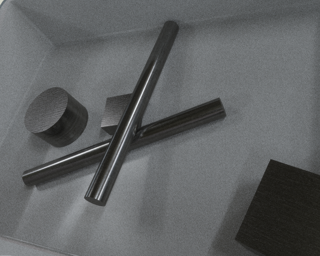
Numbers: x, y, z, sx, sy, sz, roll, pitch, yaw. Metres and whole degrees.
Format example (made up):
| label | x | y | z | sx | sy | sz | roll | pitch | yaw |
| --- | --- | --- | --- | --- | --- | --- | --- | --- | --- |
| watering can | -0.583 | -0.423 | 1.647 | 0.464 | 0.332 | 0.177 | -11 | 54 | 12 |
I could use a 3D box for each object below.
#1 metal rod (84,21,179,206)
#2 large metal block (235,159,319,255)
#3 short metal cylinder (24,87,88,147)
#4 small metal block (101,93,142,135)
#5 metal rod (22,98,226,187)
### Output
| label | x | y | z | sx | sy | sz | roll | pitch | yaw |
| --- | --- | --- | --- | --- | --- | --- | --- | --- | --- |
| metal rod | -0.027 | -0.040 | 0.417 | 0.025 | 0.025 | 0.300 | 2 | 55 | 29 |
| large metal block | 0.125 | 0.084 | 0.272 | 0.080 | 0.050 | 0.080 | 19 | 72 | 35 |
| short metal cylinder | -0.160 | -0.016 | 0.481 | 0.080 | 0.050 | 0.080 | -13 | 56 | 20 |
| small metal block | -0.053 | -0.020 | 0.444 | 0.050 | 0.025 | 0.050 | -8 | 58 | 24 |
| metal rod | -0.059 | 0.024 | 0.419 | 0.301 | 0.025 | 0.025 | -20 | 54 | 15 |
